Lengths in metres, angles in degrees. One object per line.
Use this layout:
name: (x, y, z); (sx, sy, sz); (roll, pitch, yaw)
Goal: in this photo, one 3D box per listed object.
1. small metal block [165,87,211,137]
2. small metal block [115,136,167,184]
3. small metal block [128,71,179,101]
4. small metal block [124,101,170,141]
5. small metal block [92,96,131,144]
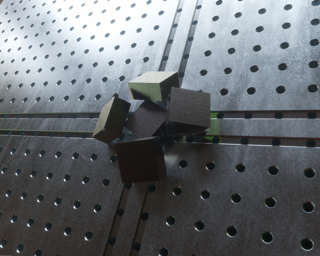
small metal block: (0.035, -0.020, 0.386); (0.050, 0.025, 0.050); (9, 60, -7)
small metal block: (-0.023, 0.039, 0.379); (0.050, 0.025, 0.050); (-9, 94, 23)
small metal block: (-0.008, -0.059, 0.431); (0.050, 0.025, 0.050); (6, 29, 31)
small metal block: (-0.013, -0.006, 0.416); (0.050, 0.025, 0.050); (-49, 52, -7)
small metal block: (-0.068, -0.010, 0.434); (0.050, 0.025, 0.050); (-28, 42, 56)
